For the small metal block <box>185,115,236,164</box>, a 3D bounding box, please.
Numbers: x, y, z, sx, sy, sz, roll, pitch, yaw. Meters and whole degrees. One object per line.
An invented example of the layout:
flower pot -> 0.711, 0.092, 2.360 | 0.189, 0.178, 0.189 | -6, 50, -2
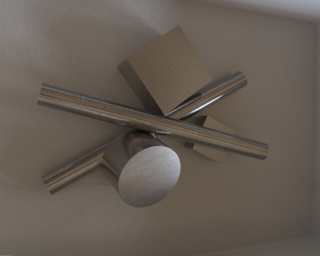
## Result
small metal block -> 0.071, 0.016, 0.435 | 0.050, 0.025, 0.050 | 28, 81, -18

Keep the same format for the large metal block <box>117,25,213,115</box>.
large metal block -> 0.006, -0.071, 0.398 | 0.080, 0.050, 0.080 | -38, 103, -16

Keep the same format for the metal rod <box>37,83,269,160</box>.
metal rod -> 0.008, -0.002, 0.386 | 0.302, 0.025, 0.025 | 14, 85, -20

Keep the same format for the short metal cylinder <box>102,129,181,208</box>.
short metal cylinder -> -0.023, 0.047, 0.373 | 0.081, 0.050, 0.079 | -14, 119, -27

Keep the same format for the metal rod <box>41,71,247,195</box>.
metal rod -> -0.006, -0.002, 0.407 | 0.302, 0.025, 0.025 | -29, 100, -18
